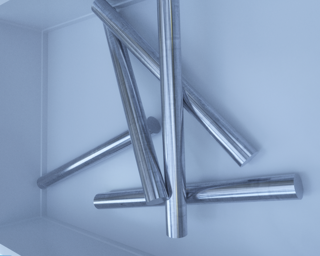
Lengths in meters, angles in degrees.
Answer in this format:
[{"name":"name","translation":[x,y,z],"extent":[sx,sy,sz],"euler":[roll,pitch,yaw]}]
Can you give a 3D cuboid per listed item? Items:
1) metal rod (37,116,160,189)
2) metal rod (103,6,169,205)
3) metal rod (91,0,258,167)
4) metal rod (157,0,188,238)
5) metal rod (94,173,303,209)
[{"name":"metal rod","translation":[-0.116,0.050,0.502],"extent":[0.299,0.025,0.025],"euler":[-27,73,36]},{"name":"metal rod","translation":[-0.041,-0.048,0.406],"extent":[0.025,0.025,0.299],"euler":[-36,57,34]},{"name":"metal rod","translation":[0.004,-0.071,0.386],"extent":[0.300,0.025,0.025],"euler":[49,119,23]},{"name":"metal rod","translation":[0.014,-0.026,0.350],"extent":[0.025,0.025,0.298],"euler":[1,95,40]},{"name":"metal rod","translation":[0.020,0.085,0.390],"extent":[0.300,0.025,0.025],"euler":[-14,81,39]}]
